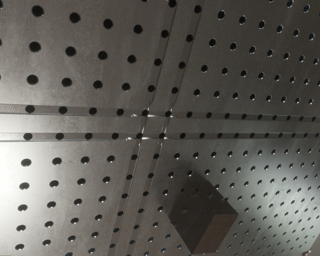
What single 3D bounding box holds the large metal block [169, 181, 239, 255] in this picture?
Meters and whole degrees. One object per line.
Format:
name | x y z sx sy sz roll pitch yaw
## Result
large metal block | 0.068 0.144 0.504 0.050 0.080 0.079 11 113 -33
